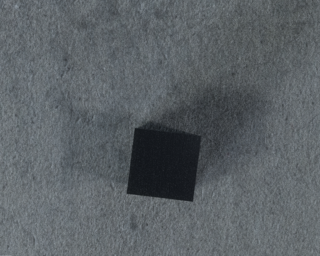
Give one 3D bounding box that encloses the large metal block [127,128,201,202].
[{"bbox_3d":[0.005,0.044,0.398,0.080,0.050,0.080,7,90,0],"label":"large metal block"}]
